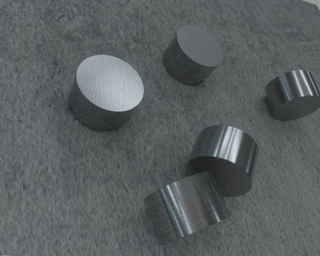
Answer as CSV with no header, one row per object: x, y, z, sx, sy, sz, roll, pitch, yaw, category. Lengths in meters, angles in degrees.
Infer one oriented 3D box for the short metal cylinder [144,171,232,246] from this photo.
0.029,0.086,0.333,0.081,0.080,0.050,-10,67,-33,short metal cylinder

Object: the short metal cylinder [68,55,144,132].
-0.067,-0.042,0.378,0.081,0.050,0.080,14,56,-21,short metal cylinder

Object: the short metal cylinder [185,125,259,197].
0.078,0.042,0.387,0.080,0.080,0.050,32,51,-8,short metal cylinder

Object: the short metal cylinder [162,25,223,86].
0.051,-0.113,0.486,0.081,0.050,0.080,14,56,-21,short metal cylinder

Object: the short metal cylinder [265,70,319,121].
0.226,-0.053,0.526,0.081,0.080,0.050,6,59,-26,short metal cylinder
